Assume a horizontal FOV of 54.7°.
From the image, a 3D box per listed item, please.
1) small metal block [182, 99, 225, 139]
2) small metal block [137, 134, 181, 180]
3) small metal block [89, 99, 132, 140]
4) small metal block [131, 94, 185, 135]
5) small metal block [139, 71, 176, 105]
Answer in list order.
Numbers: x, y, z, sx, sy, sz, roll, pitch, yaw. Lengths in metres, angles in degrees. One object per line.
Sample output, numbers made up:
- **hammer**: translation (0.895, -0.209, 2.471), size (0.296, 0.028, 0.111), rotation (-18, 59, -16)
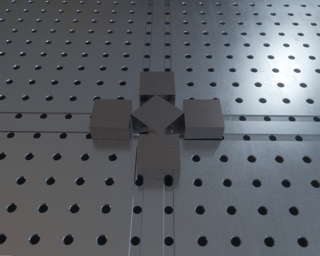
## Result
- **small metal block**: translation (0.057, -0.012, 0.418), size (0.050, 0.025, 0.050), rotation (0, 50, -1)
- **small metal block**: translation (-0.002, 0.035, 0.378), size (0.050, 0.025, 0.050), rotation (0, 50, 0)
- **small metal block**: translation (-0.064, -0.012, 0.417), size (0.050, 0.025, 0.050), rotation (1, 50, 0)
- **small metal block**: translation (-0.003, -0.012, 0.417), size (0.050, 0.025, 0.050), rotation (35, 58, 25)
- **small metal block**: translation (-0.004, -0.057, 0.456), size (0.050, 0.025, 0.050), rotation (0, 50, -1)
